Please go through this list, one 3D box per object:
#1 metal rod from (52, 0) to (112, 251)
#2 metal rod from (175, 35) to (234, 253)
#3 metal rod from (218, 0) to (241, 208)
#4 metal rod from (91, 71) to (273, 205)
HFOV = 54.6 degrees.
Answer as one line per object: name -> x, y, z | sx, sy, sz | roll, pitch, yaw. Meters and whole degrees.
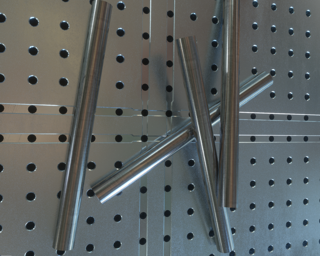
metal rod -> -0.094, -0.006, 0.377 | 0.025, 0.025, 0.299 | 10, 87, -20
metal rod -> 0.063, 0.031, 0.412 | 0.025, 0.025, 0.298 | -18, 105, -19
metal rod -> 0.096, -0.046, 0.422 | 0.025, 0.025, 0.299 | 8, 78, -20
metal rod -> 0.042, 0.005, 0.427 | 0.301, 0.025, 0.025 | -34, 101, -17
